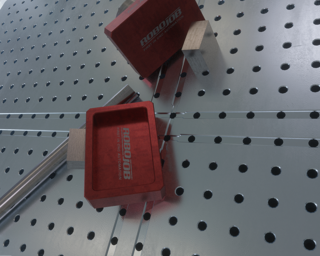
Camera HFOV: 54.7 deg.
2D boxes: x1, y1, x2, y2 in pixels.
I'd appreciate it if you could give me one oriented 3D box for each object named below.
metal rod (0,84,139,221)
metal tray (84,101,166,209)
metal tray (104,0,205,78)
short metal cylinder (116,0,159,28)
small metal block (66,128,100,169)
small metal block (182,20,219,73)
[{"bbox_3d":[-0.152,0.044,0.461,0.300,0.025,0.025,-42,51,-1],"label":"metal rod"},{"bbox_3d":[-0.046,0.029,0.391,0.091,0.030,0.130,-7,56,-1],"label":"metal tray"},{"bbox_3d":[-0.004,-0.148,0.455,0.130,0.090,0.030,-42,40,-2],"label":"metal tray"},{"bbox_3d":[-0.022,-0.159,0.482,0.080,0.080,0.050,-43,51,-1],"label":"short metal cylinder"},{"bbox_3d":[-0.100,0.029,0.427,0.050,0.025,0.050,3,56,-12],"label":"small metal block"},{"bbox_3d":[0.057,-0.112,0.431,0.025,0.050,0.050,5,64,31],"label":"small metal block"}]
